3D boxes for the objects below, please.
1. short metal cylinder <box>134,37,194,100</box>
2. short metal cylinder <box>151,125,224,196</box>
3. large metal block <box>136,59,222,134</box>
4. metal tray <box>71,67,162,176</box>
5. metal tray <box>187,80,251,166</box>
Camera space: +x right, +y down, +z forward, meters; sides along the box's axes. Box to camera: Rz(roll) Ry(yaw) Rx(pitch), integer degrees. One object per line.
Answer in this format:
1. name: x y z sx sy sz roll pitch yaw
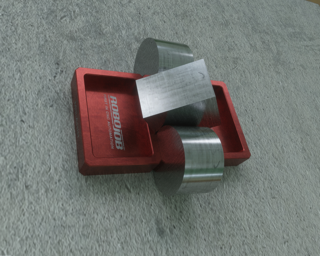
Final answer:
1. short metal cylinder: 0.003 -0.078 0.419 0.050 0.080 0.080 2 61 -27
2. short metal cylinder: 0.030 0.037 0.363 0.050 0.080 0.080 2 61 -27
3. large metal block: 0.025 -0.029 0.375 0.080 0.080 0.050 -17 65 9
4. metal tray: -0.056 -0.010 0.378 0.091 0.030 0.130 2 61 -28
5. metal tray: 0.068 -0.010 0.445 0.091 0.030 0.130 2 61 -28
